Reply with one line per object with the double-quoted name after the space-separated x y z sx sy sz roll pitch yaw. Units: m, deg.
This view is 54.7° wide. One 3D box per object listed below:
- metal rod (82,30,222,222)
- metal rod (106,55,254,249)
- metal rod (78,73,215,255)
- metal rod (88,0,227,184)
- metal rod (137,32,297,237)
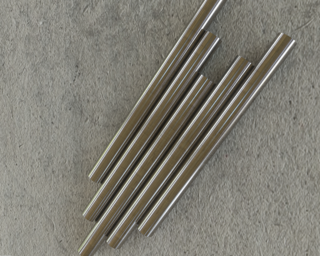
-0.016 0.006 0.415 0.025 0.025 0.299 38 102 15 "metal rod"
0.019 0.039 0.402 0.025 0.025 0.299 38 102 15 "metal rod"
-0.023 0.059 0.418 0.025 0.025 0.299 38 102 15 "metal rod"
-0.008 -0.049 0.412 0.025 0.025 0.299 38 102 15 "metal rod"
0.064 0.017 0.387 0.025 0.025 0.299 38 102 15 "metal rod"
